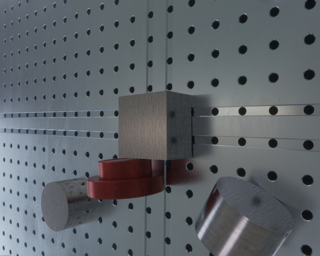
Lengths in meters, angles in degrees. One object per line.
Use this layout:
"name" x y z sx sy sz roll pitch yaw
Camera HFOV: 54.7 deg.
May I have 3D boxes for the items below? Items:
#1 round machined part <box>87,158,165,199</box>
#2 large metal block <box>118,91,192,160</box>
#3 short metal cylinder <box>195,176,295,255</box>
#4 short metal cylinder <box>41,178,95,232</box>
"round machined part" -0.044 0.061 0.398 0.098 0.099 0.042 -5 88 40
"large metal block" -0.007 -0.002 0.398 0.080 0.050 0.080 -2 87 40
"short metal cylinder" 0.082 0.092 0.306 0.080 0.081 0.050 37 113 34
"short metal cylinder" -0.156 0.128 0.522 0.080 0.050 0.079 0 90 40
